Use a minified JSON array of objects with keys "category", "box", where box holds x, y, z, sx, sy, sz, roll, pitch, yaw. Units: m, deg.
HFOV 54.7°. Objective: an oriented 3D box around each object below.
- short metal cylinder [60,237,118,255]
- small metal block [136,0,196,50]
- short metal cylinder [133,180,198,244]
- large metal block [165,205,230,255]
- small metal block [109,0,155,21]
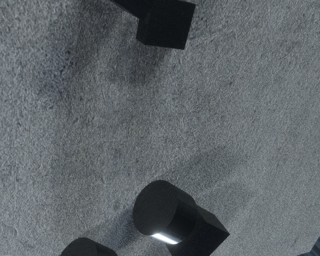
[{"category":"short metal cylinder","box":[-0.104,0.205,0.442,0.080,0.080,0.050,-43,130,1]},{"category":"small metal block","box":[0.006,-0.116,0.339,0.050,0.025,0.050,-1,119,-29]},{"category":"short metal cylinder","box":[0.007,0.123,0.453,0.080,0.080,0.050,-48,129,5]},{"category":"large metal block","box":[0.062,0.186,0.542,0.080,0.050,0.080,-48,129,6]},{"category":"small metal block","box":[-0.038,-0.130,0.290,0.050,0.050,0.025,24,105,-37]}]
